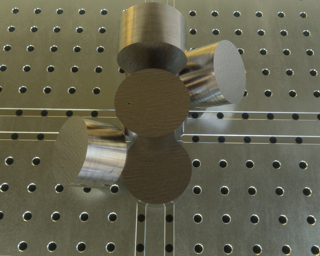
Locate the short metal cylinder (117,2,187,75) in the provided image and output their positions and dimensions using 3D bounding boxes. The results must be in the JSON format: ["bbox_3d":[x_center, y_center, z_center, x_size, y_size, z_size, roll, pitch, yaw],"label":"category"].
[{"bbox_3d":[-0.009,-0.099,0.364,0.081,0.080,0.050,0,70,0],"label":"short metal cylinder"}]

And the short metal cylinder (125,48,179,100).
[{"bbox_3d":[-0.007,-0.074,0.425,0.081,0.050,0.080,0,71,0],"label":"short metal cylinder"}]

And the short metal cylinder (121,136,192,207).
[{"bbox_3d":[-0.004,0.054,0.378,0.081,0.050,0.080,0,71,0],"label":"short metal cylinder"}]

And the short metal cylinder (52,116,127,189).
[{"bbox_3d":[-0.084,0.030,0.365,0.050,0.080,0.080,16,63,-42],"label":"short metal cylinder"}]

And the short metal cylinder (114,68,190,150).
[{"bbox_3d":[-0.008,-0.020,0.352,0.081,0.050,0.080,0,70,0],"label":"short metal cylinder"}]

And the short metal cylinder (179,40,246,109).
[{"bbox_3d":[0.069,-0.067,0.400,0.050,0.080,0.080,-7,64,41],"label":"short metal cylinder"}]
